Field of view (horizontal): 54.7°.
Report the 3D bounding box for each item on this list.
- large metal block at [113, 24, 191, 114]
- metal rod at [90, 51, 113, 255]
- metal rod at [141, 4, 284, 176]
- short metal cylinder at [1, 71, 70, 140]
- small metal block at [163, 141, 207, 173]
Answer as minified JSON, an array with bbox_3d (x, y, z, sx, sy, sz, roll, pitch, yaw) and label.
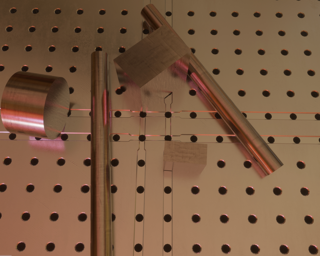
[{"bbox_3d":[-0.009,-0.075,0.410,0.080,0.080,0.050,-39,75,-13],"label":"large metal block"},{"bbox_3d":[-0.076,0.035,0.397,0.025,0.025,0.299,-4,70,-2],"label":"metal rod"},{"bbox_3d":[0.064,-0.064,0.435,0.025,0.025,0.299,-32,73,-11],"label":"metal rod"},{"bbox_3d":[-0.154,-0.028,0.391,0.050,0.080,0.080,9,70,3],"label":"short metal cylinder"},{"bbox_3d":[0.030,0.037,0.385,0.050,0.050,0.025,5,70,1],"label":"small metal block"}]
